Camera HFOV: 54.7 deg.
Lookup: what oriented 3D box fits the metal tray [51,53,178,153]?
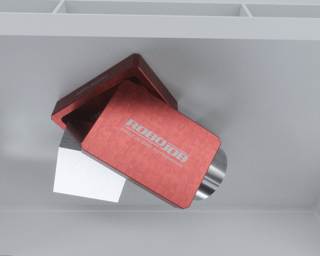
[{"bbox_3d":[-0.055,-0.022,0.384,0.130,0.030,0.090,-27,126,21],"label":"metal tray"}]

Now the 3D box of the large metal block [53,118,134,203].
[{"bbox_3d":[-0.081,0.042,0.383,0.081,0.050,0.079,13,129,-11],"label":"large metal block"}]

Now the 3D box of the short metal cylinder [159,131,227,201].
[{"bbox_3d":[0.042,0.050,0.415,0.050,0.080,0.080,32,123,-25],"label":"short metal cylinder"}]

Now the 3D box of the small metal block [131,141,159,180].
[{"bbox_3d":[-0.026,0.048,0.448,0.050,0.025,0.050,-23,127,18],"label":"small metal block"}]

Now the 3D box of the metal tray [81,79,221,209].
[{"bbox_3d":[-0.008,0.019,0.342,0.130,0.090,0.030,32,162,-8],"label":"metal tray"}]
